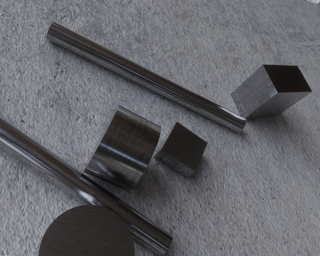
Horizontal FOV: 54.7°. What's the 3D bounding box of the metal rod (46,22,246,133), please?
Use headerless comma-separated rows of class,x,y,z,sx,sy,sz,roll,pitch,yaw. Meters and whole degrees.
metal rod,-0.009,-0.066,0.438,0.301,0.025,0.025,25,53,-13

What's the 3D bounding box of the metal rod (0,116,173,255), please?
metal rod,-0.115,0.037,0.318,0.301,0.025,0.025,36,51,-5

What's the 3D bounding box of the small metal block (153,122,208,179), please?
small metal block,0.027,0.028,0.401,0.050,0.025,0.050,35,51,-5

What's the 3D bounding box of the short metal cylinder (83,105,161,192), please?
short metal cylinder,-0.041,0.022,0.333,0.050,0.080,0.080,28,52,-11

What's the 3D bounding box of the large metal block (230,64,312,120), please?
large metal block,0.177,-0.056,0.498,0.081,0.080,0.050,-5,65,-31

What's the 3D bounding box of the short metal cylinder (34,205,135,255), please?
short metal cylinder,-0.069,0.116,0.280,0.081,0.050,0.080,14,56,-21
